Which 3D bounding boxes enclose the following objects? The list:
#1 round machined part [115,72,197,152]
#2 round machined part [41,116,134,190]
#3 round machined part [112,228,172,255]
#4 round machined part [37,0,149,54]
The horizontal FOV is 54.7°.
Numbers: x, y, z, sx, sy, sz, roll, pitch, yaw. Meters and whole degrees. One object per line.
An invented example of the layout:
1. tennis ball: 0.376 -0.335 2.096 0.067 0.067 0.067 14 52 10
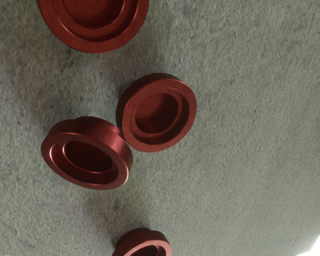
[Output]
1. round machined part: -0.008 -0.022 0.380 0.099 0.042 0.097 -14 125 -21
2. round machined part: -0.077 0.025 0.349 0.098 0.042 0.097 8 136 8
3. round machined part: -0.034 0.203 0.505 0.099 0.042 0.097 -14 125 -21
4. round machined part: -0.063 -0.123 0.286 0.099 0.042 0.097 -14 125 -21
